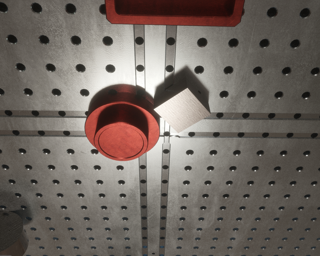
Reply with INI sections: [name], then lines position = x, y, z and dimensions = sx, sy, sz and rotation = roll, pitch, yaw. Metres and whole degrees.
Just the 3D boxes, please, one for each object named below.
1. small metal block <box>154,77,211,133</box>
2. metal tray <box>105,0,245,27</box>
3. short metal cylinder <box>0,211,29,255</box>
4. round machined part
[small metal block]
position = 0.028, -0.028, 0.389
dimensions = 0.050, 0.025, 0.050
rotation = -31, 124, 23
[metal tray]
position = 0.014, -0.144, 0.286
dimensions = 0.131, 0.030, 0.089
rotation = 1, 130, -2
[short metal cylinder]
position = -0.275, 0.192, 0.535
dimensions = 0.081, 0.080, 0.050
rotation = 3, 130, -4
[round machined part]
position = -0.049, 0.006, 0.405
dimensions = 0.099, 0.042, 0.097
rotation = -1, 131, 0
